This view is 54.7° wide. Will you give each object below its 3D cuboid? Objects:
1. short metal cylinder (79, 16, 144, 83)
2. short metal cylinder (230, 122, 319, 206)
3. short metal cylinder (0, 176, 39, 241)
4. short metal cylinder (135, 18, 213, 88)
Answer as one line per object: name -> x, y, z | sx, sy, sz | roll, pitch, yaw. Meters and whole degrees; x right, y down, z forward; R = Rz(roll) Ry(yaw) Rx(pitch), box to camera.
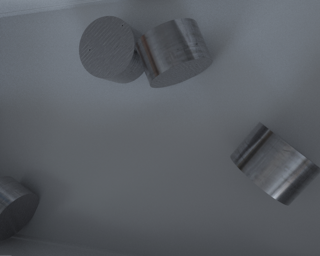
short metal cylinder -> -0.060, -0.103, 0.419 | 0.080, 0.050, 0.080 | 0, 90, 20
short metal cylinder -> 0.125, 0.037, 0.337 | 0.080, 0.080, 0.050 | 41, 103, 15
short metal cylinder -> -0.232, 0.119, 0.463 | 0.050, 0.080, 0.080 | 30, 100, 17
short metal cylinder -> 0.017, -0.088, 0.375 | 0.080, 0.080, 0.050 | -23, 83, 18
